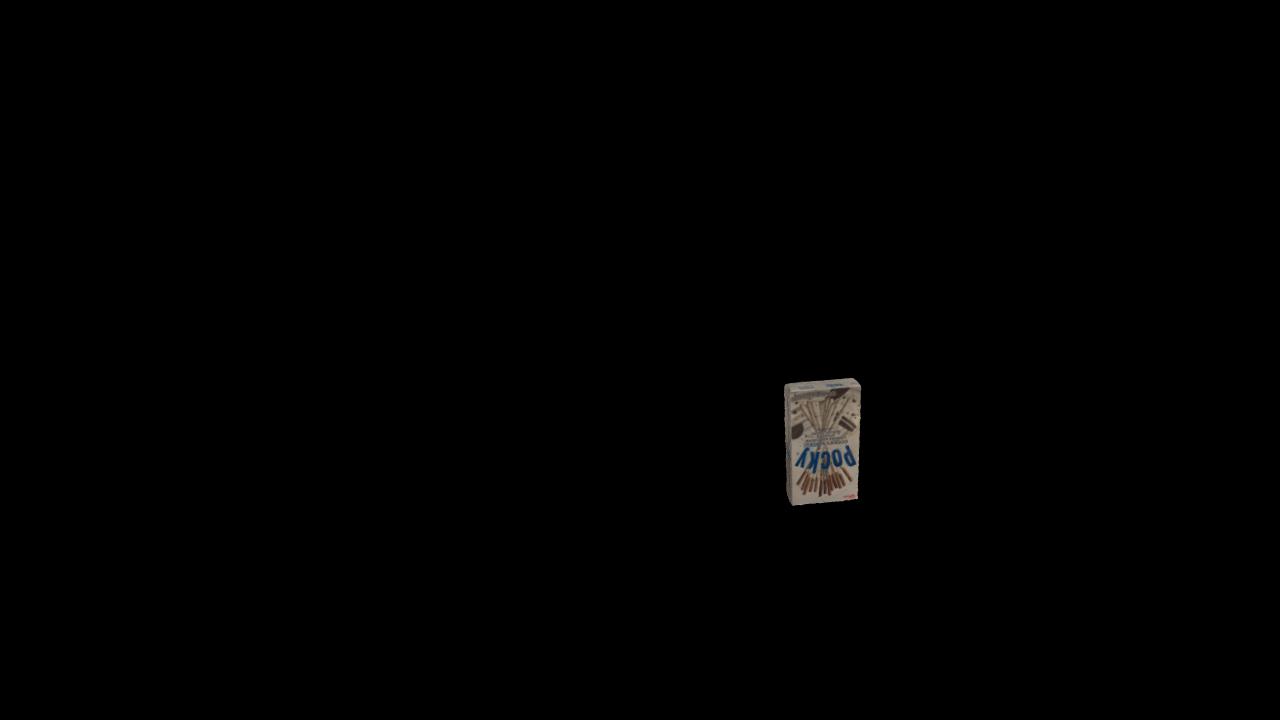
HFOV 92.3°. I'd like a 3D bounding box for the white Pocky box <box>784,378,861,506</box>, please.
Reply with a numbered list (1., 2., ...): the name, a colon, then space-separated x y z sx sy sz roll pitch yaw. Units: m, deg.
1. white Pocky box: 0.217 0.099 0.733 0.084 0.154 0.028 -6 20 1
